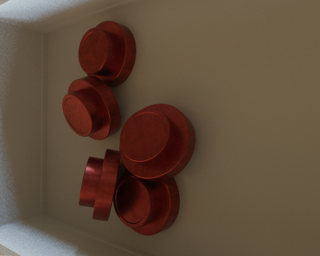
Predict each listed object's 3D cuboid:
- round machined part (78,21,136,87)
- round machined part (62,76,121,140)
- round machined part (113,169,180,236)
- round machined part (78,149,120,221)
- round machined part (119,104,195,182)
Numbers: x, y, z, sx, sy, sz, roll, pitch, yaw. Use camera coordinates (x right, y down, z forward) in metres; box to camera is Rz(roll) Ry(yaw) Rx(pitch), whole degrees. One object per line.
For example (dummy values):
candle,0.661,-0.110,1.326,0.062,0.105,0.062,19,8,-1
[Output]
round machined part,-0.086,-0.112,0.467,0.098,0.042,0.097,0,90,40
round machined part,-0.108,-0.025,0.463,0.098,0.042,0.097,22,127,33
round machined part,-0.025,0.095,0.417,0.098,0.042,0.097,0,90,40
round machined part,-0.084,0.076,0.430,0.098,0.042,0.097,-167,89,-82
round machined part,-0.010,0.014,0.382,0.098,0.042,0.098,-11,64,25
